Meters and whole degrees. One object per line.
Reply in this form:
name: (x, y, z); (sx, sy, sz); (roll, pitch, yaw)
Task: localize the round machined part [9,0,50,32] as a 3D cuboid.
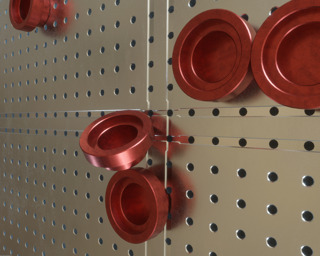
round machined part: (-0.254, -0.238, 0.610); (0.098, 0.042, 0.097); (0, 90, 40)

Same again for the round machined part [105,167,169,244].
round machined part: (-0.027, 0.102, 0.421); (0.098, 0.042, 0.097); (0, 90, 40)

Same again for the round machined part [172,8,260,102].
round machined part: (0.065, -0.077, 0.346); (0.098, 0.042, 0.097); (0, 90, 40)

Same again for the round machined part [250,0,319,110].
round machined part: (0.138, -0.065, 0.282); (0.098, 0.042, 0.097); (1, 92, 36)

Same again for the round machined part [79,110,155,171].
round machined part: (-0.055, 0.020, 0.421); (0.098, 0.098, 0.042); (19, 137, 38)
